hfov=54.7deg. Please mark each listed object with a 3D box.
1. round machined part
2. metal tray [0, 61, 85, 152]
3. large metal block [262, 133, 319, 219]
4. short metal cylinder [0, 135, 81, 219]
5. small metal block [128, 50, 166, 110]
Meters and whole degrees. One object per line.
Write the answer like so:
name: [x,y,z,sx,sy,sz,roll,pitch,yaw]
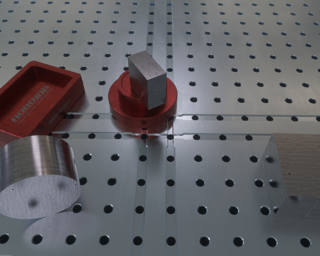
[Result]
round machined part: [-0.024,-0.050,0.438,0.099,0.042,0.098,0,50,0]
metal tray: [-0.178,-0.036,0.432,0.090,0.030,0.130,18,52,14]
large metal block: [0.167,0.053,0.347,0.080,0.050,0.080,2,50,2]
short metal cylinder: [-0.129,0.053,0.326,0.081,0.080,0.050,-15,52,-13]
small metal block: [-0.016,-0.060,0.387,0.025,0.050,0.050,-24,55,-19]
